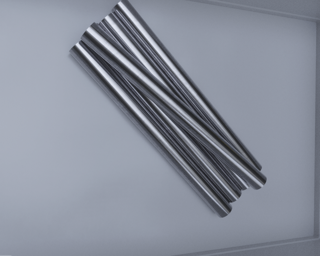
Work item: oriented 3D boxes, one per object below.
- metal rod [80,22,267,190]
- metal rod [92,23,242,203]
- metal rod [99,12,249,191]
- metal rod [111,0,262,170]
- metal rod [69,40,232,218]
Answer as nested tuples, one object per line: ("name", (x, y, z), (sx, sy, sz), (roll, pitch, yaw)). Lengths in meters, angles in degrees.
("metal rod", (0.028, -0.017, 0.392), (0.300, 0.025, 0.025), (40, 77, -16))
("metal rod", (0.011, -0.011, 0.413), (0.025, 0.025, 0.300), (-45, 104, -14))
("metal rod", (0.029, -0.026, 0.420), (0.025, 0.025, 0.300), (-45, 104, -14))
("metal rod", (0.044, -0.046, 0.425), (0.025, 0.025, 0.300), (-45, 104, -14))
("metal rod", (-0.003, 0.009, 0.408), (0.025, 0.025, 0.300), (-45, 104, -14))
